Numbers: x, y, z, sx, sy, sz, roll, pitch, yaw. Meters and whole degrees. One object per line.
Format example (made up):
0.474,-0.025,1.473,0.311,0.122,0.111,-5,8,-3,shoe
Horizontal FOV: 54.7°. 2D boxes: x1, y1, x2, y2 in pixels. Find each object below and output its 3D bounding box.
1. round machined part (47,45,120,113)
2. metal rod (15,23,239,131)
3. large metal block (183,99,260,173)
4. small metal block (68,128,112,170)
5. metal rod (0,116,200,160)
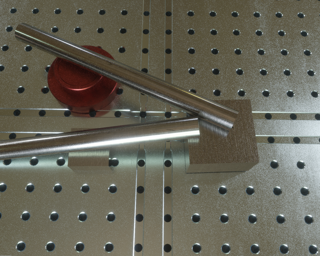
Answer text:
-0.106,-0.074,0.428,0.099,0.042,0.098,0,70,-1,round machined part
-0.049,-0.068,0.385,0.301,0.025,0.025,24,72,11,metal rod
0.073,0.011,0.392,0.081,0.050,0.080,-2,70,-1,large metal block
-0.089,0.028,0.401,0.050,0.025,0.050,0,70,-1,small metal block
-0.104,0.016,0.375,0.301,0.025,0.025,-7,70,8,metal rod
